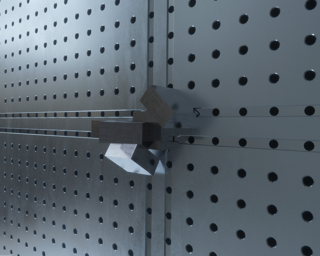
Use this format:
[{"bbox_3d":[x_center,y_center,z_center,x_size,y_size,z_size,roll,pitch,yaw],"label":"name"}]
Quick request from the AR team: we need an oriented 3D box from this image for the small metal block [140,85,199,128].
[{"bbox_3d":[0.012,-0.026,0.384,0.050,0.050,0.025,51,119,28],"label":"small metal block"}]

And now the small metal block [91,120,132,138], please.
[{"bbox_3d":[-0.063,0.002,0.445,0.050,0.050,0.025,2,92,40],"label":"small metal block"}]

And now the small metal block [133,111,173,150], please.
[{"bbox_3d":[-0.010,0.003,0.419,0.050,0.025,0.050,2,91,39],"label":"small metal block"}]

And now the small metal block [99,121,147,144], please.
[{"bbox_3d":[-0.044,0.005,0.385,0.050,0.050,0.025,2,92,3],"label":"small metal block"}]

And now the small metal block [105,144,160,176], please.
[{"bbox_3d":[-0.037,0.040,0.422,0.050,0.050,0.025,2,60,40],"label":"small metal block"}]
